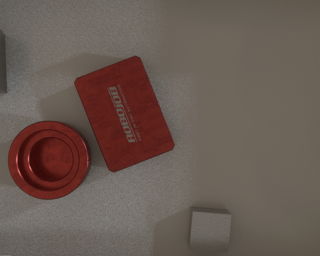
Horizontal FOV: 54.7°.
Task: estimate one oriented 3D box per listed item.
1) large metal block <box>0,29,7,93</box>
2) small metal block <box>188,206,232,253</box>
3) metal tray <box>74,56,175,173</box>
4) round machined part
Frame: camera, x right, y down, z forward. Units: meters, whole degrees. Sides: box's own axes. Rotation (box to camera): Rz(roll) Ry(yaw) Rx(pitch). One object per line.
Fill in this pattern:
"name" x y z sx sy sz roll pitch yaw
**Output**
"large metal block" -0.243 -0.086 0.387 0.081 0.050 0.079 -2 90 -14
"small metal block" 0.065 0.135 0.412 0.050 0.025 0.050 5 90 -1
"metal tray" -0.045 -0.018 0.408 0.090 0.030 0.129 -22 90 -1
"round machined part" -0.138 0.040 0.401 0.099 0.042 0.097 0 90 -1
